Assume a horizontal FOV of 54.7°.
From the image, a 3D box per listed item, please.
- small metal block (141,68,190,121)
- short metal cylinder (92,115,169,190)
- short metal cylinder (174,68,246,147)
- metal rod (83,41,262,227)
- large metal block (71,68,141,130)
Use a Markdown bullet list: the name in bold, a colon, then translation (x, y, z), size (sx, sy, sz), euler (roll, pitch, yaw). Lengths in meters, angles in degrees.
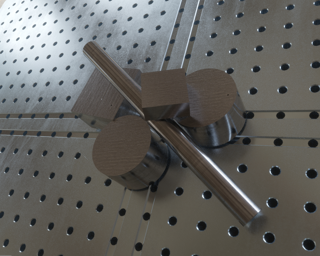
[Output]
- **small metal block**: translation (0.006, -0.038, 0.351), size (0.050, 0.025, 0.050), euler (-7, 57, 4)
- **short metal cylinder**: translation (-0.036, 0.031, 0.388), size (0.080, 0.050, 0.080), euler (-13, 56, 21)
- **short metal cylinder**: translation (0.058, -0.024, 0.372), size (0.080, 0.050, 0.080), euler (-13, 56, 21)
- **metal rod**: translation (-0.002, -0.011, 0.366), size (0.025, 0.025, 0.300), euler (-43, 65, -1)
- **large metal block**: translation (-0.066, -0.040, 0.444), size (0.080, 0.050, 0.080), euler (12, 68, 33)
